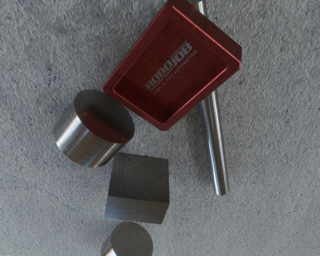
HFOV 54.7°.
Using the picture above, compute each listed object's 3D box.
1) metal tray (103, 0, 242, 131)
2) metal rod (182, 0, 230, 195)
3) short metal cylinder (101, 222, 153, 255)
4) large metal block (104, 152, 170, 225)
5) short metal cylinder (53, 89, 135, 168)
[{"bbox_3d":[0.009,-0.060,0.328,0.090,0.030,0.129,35,133,-16],"label":"metal tray"},{"bbox_3d":[0.065,-0.014,0.395,0.025,0.025,0.299,-10,130,8],"label":"metal rod"},{"bbox_3d":[-0.059,0.217,0.555,0.080,0.080,0.050,22,127,-18],"label":"short metal cylinder"},{"bbox_3d":[-0.032,0.085,0.443,0.081,0.080,0.050,9,130,-8],"label":"large metal block"},{"bbox_3d":[-0.078,0.000,0.371,0.080,0.080,0.050,31,124,-24],"label":"short metal cylinder"}]
